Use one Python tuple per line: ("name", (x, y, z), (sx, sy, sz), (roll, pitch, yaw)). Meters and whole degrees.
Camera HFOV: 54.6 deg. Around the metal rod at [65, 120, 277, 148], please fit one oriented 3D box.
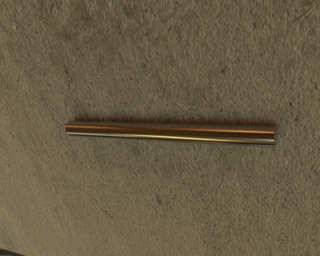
("metal rod", (-0.004, 0.005, 0.414), (0.300, 0.025, 0.025), (2, 119, 27))
